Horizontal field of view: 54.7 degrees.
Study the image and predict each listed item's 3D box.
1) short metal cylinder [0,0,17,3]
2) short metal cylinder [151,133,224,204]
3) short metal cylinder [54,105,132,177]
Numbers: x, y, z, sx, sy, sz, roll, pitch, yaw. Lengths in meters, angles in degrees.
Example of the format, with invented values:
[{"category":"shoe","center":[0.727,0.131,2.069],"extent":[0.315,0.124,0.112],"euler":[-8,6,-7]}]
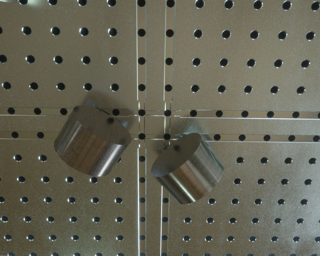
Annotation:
[{"category":"short metal cylinder","center":[-0.190,-0.167,0.320],"extent":[0.081,0.080,0.050],"euler":[15,109,-6]},{"category":"short metal cylinder","center":[0.035,0.052,0.404],"extent":[0.080,0.080,0.050],"euler":[-36,107,12]},{"category":"short metal cylinder","center":[-0.083,0.015,0.389],"extent":[0.080,0.080,0.050],"euler":[31,107,-11]}]
